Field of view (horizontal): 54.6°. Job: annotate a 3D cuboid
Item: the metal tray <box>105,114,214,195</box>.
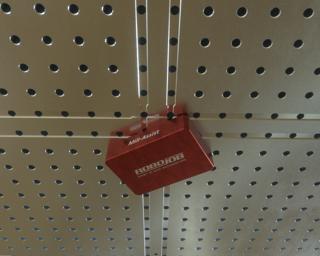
[{"bbox_3d":[0.000,0.043,0.445,0.130,0.030,0.090,-23,127,18],"label":"metal tray"}]
